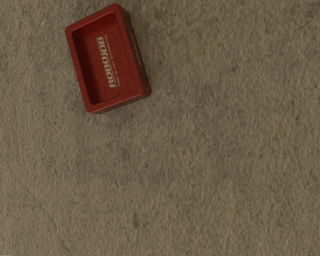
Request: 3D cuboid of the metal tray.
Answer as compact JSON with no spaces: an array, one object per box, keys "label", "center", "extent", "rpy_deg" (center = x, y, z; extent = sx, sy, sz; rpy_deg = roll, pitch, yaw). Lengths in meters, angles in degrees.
[{"label":"metal tray","center":[-0.073,-0.093,0.432],"extent":[0.090,0.030,0.129],"rpy_deg":[-18,84,19]}]
